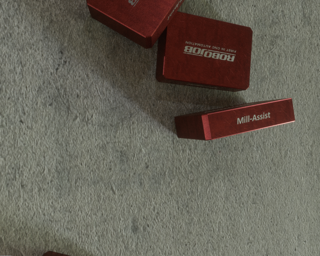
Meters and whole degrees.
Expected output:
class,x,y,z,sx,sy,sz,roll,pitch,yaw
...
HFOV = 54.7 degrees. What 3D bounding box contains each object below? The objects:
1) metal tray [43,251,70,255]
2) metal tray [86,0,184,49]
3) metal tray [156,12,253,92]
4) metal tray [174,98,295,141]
class,x,y,z,sx,sy,sz,roll,pitch,yaw
metal tray,-0.116,0.222,0.364,0.091,0.030,0.130,23,82,-19
metal tray,-0.016,-0.174,0.383,0.090,0.030,0.130,31,79,5
metal tray,0.063,-0.103,0.429,0.131,0.030,0.089,4,89,-20
metal tray,0.096,-0.012,0.409,0.131,0.090,0.030,-11,94,-20
